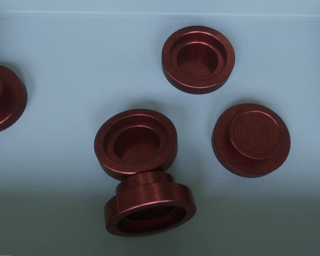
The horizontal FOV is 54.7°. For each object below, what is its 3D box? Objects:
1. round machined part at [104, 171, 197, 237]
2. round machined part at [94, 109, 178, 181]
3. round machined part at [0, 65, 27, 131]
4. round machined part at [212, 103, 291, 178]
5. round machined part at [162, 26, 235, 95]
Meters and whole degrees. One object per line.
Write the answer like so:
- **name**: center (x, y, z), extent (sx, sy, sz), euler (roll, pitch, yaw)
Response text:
- **round machined part**: center (-0.013, 0.082, 0.343), extent (0.099, 0.098, 0.042), euler (-11, 55, -4)
- **round machined part**: center (-0.027, 0.025, 0.380), extent (0.099, 0.042, 0.098), euler (-3, 49, 4)
- **round machined part**: center (-0.236, -0.044, 0.415), extent (0.099, 0.042, 0.098), euler (0, 70, 0)
- **round machined part**: center (0.119, 0.012, 0.397), extent (0.099, 0.042, 0.098), euler (0, 70, 0)
- **round machined part**: center (0.051, -0.090, 0.434), extent (0.099, 0.042, 0.098), euler (0, 70, 0)
